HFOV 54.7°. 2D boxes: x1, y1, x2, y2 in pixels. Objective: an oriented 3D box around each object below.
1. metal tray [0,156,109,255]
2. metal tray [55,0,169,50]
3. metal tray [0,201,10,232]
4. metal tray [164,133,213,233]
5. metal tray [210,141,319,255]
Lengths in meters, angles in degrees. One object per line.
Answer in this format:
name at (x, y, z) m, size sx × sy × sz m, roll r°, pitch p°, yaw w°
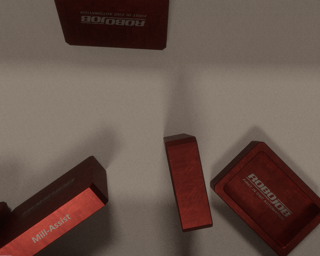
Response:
metal tray at (-0.126, 0.095, 0.374) m, size 0.130 × 0.090 × 0.030 m, roll -35°, pitch 110°, yaw 0°
metal tray at (-0.055, -0.142, 0.377) m, size 0.131 × 0.090 × 0.030 m, roll 3°, pitch 55°, yaw -1°
metal tray at (-0.238, 0.137, 0.353) m, size 0.091 × 0.130 × 0.030 m, roll -11°, pitch 107°, yaw -3°
metal tray at (0.028, 0.054, 0.359) m, size 0.030 × 0.130 × 0.089 m, roll -11°, pitch 90°, yaw 0°
metal tray at (0.143, 0.092, 0.410) m, size 0.090 × 0.030 × 0.130 m, roll -45°, pitch 91°, yaw 0°
